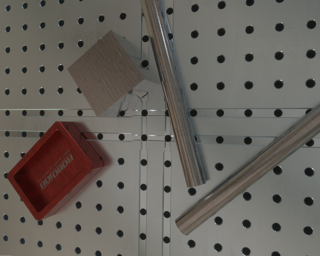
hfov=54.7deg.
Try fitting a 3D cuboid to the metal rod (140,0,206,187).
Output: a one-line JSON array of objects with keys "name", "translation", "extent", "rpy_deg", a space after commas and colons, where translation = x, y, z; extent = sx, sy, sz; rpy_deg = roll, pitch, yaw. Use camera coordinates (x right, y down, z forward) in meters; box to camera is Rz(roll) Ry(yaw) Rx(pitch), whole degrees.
[{"name": "metal rod", "translation": [0.011, -0.072, 0.407], "extent": [0.025, 0.025, 0.298], "rpy_deg": [-16, 85, 19]}]

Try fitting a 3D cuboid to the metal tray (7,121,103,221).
[{"name": "metal tray", "translation": [-0.159, 0.063, 0.464], "extent": [0.130, 0.030, 0.090], "rpy_deg": [-44, 77, 14]}]

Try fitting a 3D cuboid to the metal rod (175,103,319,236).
[{"name": "metal rod", "translation": [0.135, 0.030, 0.364], "extent": [0.299, 0.025, 0.025], "rpy_deg": [-43, 77, 14]}]

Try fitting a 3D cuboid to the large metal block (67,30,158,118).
[{"name": "large metal block", "translation": [-0.063, -0.070, 0.421], "extent": [0.080, 0.050, 0.080], "rpy_deg": [-37, 79, 16]}]
